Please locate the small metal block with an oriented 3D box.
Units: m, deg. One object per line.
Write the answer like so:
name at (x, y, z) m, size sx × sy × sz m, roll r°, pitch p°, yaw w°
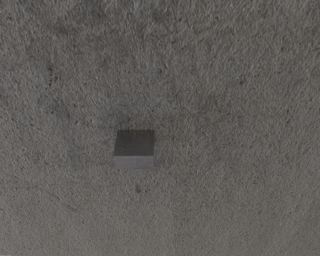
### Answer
small metal block at (-0.033, 0.028, 0.414) m, size 0.050 × 0.050 × 0.025 m, roll 0°, pitch 130°, yaw 0°
